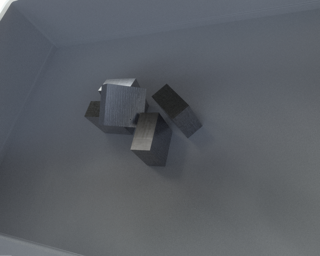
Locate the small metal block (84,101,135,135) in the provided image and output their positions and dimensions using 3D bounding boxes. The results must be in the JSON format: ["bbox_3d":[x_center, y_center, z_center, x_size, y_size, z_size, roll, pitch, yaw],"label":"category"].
[{"bbox_3d":[-0.067,-0.014,0.434,0.050,0.050,0.025,3,63,30],"label":"small metal block"}]

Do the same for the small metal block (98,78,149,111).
[{"bbox_3d":[-0.051,-0.042,0.439,0.050,0.050,0.025,3,48,30],"label":"small metal block"}]

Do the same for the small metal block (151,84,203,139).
[{"bbox_3d":[0.022,-0.021,0.391,0.025,0.050,0.050,-41,51,1],"label":"small metal block"}]

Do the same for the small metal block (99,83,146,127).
[{"bbox_3d":[-0.047,-0.027,0.389,0.025,0.050,0.050,7,92,64],"label":"small metal block"}]

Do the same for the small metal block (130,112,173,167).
[{"bbox_3d":[-0.009,0.015,0.384,0.025,0.050,0.050,0,62,24],"label":"small metal block"}]
